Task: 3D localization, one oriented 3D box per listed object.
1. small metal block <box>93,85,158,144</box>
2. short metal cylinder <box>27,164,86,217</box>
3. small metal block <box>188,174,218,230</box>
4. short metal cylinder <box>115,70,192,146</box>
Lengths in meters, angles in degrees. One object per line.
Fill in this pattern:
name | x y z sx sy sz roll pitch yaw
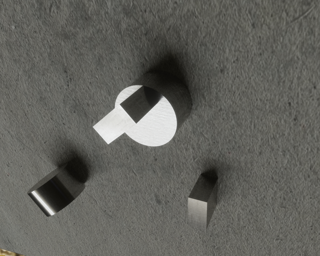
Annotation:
small metal block | -0.037 -0.015 0.337 0.050 0.050 0.025 -34 99 38
short metal cylinder | -0.175 0.104 0.528 0.080 0.080 0.050 -26 104 37
small metal block | 0.059 0.100 0.422 0.025 0.050 0.050 10 123 23
short metal cylinder | -0.007 -0.024 0.380 0.080 0.050 0.079 13 124 21
